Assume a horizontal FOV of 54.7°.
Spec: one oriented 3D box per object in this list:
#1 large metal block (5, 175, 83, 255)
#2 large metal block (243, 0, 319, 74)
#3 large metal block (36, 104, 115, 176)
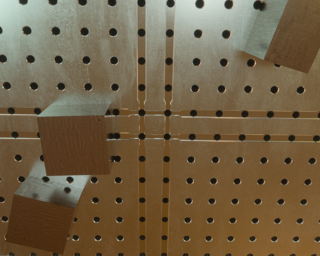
[{"bbox_3d":[-0.164,0.124,0.443,0.080,0.050,0.079,16,109,-6],"label":"large metal block"},{"bbox_3d":[0.141,-0.113,0.345,0.050,0.080,0.079,16,109,-6],"label":"large metal block"},{"bbox_3d":[-0.105,0.014,0.404,0.081,0.050,0.079,-1,110,0],"label":"large metal block"}]
